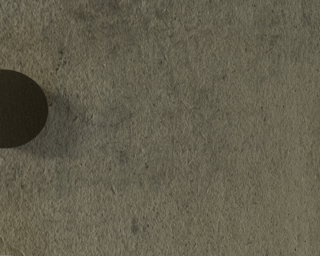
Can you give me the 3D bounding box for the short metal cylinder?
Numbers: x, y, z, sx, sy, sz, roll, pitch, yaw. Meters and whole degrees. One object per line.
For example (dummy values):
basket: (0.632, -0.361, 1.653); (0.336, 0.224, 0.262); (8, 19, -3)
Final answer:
short metal cylinder: (-0.164, -0.019, 0.335); (0.081, 0.050, 0.080); (0, 90, -20)
